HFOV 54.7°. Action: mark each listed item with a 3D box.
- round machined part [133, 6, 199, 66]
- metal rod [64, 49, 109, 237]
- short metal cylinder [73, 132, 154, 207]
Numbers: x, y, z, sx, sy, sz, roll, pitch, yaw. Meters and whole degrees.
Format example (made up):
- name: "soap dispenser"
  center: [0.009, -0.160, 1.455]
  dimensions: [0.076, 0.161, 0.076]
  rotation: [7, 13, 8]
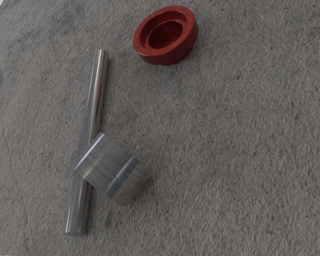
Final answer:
- name: "round machined part"
  center: [0.012, -0.134, 0.469]
  dimensions: [0.098, 0.042, 0.098]
  rotation: [-13, 56, 21]
- name: "metal rod"
  center: [-0.102, 0.002, 0.456]
  dimensions: [0.025, 0.025, 0.299]
  rotation: [-13, 56, 21]
- name: "short metal cylinder"
  center: [-0.055, 0.049, 0.368]
  dimensions: [0.080, 0.080, 0.050]
  rotation: [31, 79, 38]
